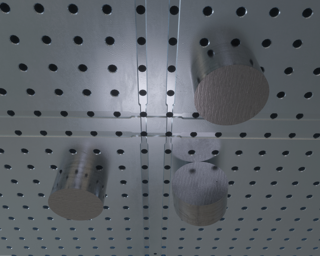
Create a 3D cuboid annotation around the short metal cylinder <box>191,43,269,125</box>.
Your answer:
[{"bbox_3d":[0.077,-0.049,0.354,0.081,0.050,0.079,0,130,0],"label":"short metal cylinder"}]

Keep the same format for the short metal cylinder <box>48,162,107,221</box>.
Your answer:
[{"bbox_3d":[-0.125,0.099,0.478,0.081,0.050,0.079,0,130,0],"label":"short metal cylinder"}]

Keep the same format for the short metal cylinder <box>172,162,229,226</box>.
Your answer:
[{"bbox_3d":[0.059,0.096,0.458,0.080,0.080,0.050,-4,130,3],"label":"short metal cylinder"}]
